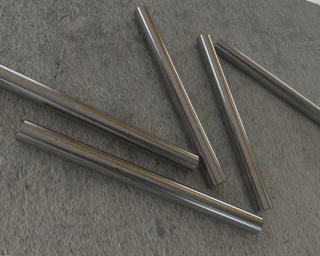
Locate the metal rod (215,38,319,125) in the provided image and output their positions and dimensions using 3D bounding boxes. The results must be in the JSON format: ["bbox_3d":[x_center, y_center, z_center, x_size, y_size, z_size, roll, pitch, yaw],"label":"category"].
[{"bbox_3d":[0.225,-0.067,0.565,0.301,0.025,0.025,33,51,-7],"label":"metal rod"}]

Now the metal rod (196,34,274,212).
[{"bbox_3d":[0.107,-0.023,0.474,0.025,0.025,0.299,1,61,-28],"label":"metal rod"}]

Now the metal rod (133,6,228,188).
[{"bbox_3d":[0.022,-0.057,0.450,0.025,0.025,0.299,-9,66,-32],"label":"metal rod"}]

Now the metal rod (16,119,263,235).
[{"bbox_3d":[-0.011,0.063,0.359,0.302,0.025,0.025,24,53,-13],"label":"metal rod"}]

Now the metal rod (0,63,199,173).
[{"bbox_3d":[-0.090,-0.016,0.365,0.301,0.025,0.025,25,53,-13],"label":"metal rod"}]
